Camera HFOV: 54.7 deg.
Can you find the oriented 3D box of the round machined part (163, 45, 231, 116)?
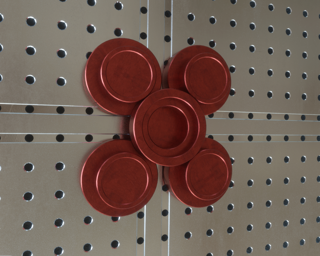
[{"bbox_3d":[0.056,-0.065,0.425,0.099,0.042,0.097,0,90,-21],"label":"round machined part"}]

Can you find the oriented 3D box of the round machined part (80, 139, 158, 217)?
[{"bbox_3d":[-0.048,0.063,0.387,0.099,0.042,0.097,0,90,-21],"label":"round machined part"}]

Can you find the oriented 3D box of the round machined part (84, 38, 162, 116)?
[{"bbox_3d":[-0.043,-0.064,0.388,0.099,0.042,0.097,0,90,-21],"label":"round machined part"}]

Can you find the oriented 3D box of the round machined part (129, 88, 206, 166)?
[{"bbox_3d":[0.007,-0.001,0.405,0.099,0.042,0.097,0,90,-21],"label":"round machined part"}]

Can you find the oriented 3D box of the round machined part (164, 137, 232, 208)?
[{"bbox_3d":[0.058,0.061,0.426,0.099,0.042,0.097,0,90,-21],"label":"round machined part"}]
